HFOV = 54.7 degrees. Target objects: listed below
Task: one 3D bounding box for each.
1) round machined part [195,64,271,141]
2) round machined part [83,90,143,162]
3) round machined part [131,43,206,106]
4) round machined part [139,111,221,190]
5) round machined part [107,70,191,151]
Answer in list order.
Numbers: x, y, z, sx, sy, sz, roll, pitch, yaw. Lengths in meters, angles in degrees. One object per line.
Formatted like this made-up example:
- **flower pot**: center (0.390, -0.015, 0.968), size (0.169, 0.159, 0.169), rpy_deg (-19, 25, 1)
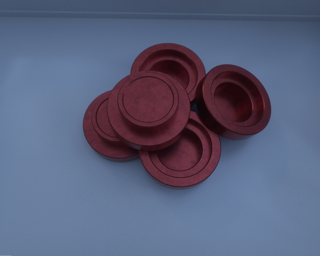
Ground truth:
- **round machined part**: center (0.089, -0.030, 0.399), size (0.099, 0.042, 0.098), rpy_deg (8, 66, -19)
- **round machined part**: center (-0.050, -0.008, 0.399), size (0.099, 0.042, 0.098), rpy_deg (0, 70, -1)
- **round machined part**: center (0.011, -0.063, 0.422), size (0.099, 0.042, 0.098), rpy_deg (0, 70, -1)
- **round machined part**: center (0.024, 0.029, 0.388), size (0.099, 0.042, 0.098), rpy_deg (0, 70, -1)
- **round machined part**: center (-0.013, -0.026, 0.362), size (0.099, 0.042, 0.098), rpy_deg (0, 70, -1)
